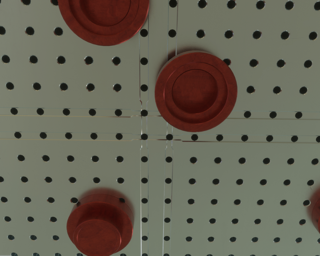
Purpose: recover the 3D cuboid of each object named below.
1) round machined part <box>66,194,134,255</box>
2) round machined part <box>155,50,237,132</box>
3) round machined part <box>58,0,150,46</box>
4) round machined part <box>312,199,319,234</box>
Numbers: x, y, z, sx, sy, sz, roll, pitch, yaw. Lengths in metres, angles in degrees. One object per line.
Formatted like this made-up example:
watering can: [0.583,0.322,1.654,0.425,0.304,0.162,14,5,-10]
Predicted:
round machined part: [-0.090,0.151,0.459,0.099,0.042,0.097,0,110,0]
round machined part: [0.043,-0.047,0.387,0.099,0.042,0.097,0,110,-1]
round machined part: [-0.061,-0.145,0.351,0.099,0.042,0.097,0,110,0]
round machined part: [0.283,0.137,0.457,0.099,0.042,0.097,0,110,0]
